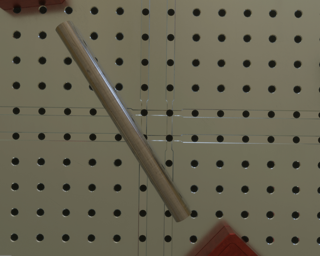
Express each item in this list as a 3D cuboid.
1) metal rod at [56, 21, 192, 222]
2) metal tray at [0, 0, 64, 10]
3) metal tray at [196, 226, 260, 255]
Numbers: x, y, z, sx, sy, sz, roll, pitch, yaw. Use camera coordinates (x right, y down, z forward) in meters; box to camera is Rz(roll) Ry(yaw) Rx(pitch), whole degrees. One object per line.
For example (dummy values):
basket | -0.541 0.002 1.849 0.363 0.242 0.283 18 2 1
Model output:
metal rod | -0.048 -0.008 0.412 0.025 0.025 0.299 -32 90 0
metal tray | -0.182 -0.230 0.408 0.091 0.030 0.129 -7 90 0
metal tray | 0.108 0.209 0.411 0.130 0.030 0.090 44 90 0
